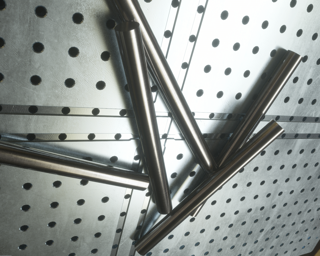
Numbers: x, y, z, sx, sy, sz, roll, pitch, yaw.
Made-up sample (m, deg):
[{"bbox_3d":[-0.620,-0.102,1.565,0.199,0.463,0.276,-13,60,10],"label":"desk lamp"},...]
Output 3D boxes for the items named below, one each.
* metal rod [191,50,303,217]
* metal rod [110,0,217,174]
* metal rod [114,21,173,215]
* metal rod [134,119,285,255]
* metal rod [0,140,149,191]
[{"bbox_3d":[0.124,0.017,0.488,0.025,0.025,0.299,19,108,-36],"label":"metal rod"},{"bbox_3d":[0.018,-0.037,0.397,0.025,0.025,0.300,-35,129,-5],"label":"metal rod"},{"bbox_3d":[-0.012,0.014,0.398,0.025,0.025,0.299,-23,131,-15],"label":"metal rod"},{"bbox_3d":[0.070,0.099,0.485,0.299,0.025,0.025,-45,130,12],"label":"metal rod"},{"bbox_3d":[-0.139,0.037,0.357,0.302,0.025,0.025,19,108,-36],"label":"metal rod"}]
